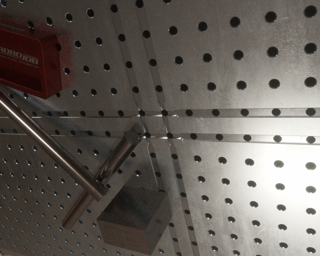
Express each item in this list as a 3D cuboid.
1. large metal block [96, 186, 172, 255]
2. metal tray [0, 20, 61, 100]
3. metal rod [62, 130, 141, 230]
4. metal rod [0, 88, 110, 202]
[{"bbox_3d":[-0.037,0.139,0.479,0.080,0.080,0.050,4,120,26],"label":"large metal block"},{"bbox_3d":[-0.210,-0.103,0.452,0.130,0.030,0.089,19,126,16],"label":"metal tray"},{"bbox_3d":[-0.112,0.103,0.531,0.025,0.025,0.298,40,129,1],"label":"metal rod"},{"bbox_3d":[-0.199,0.008,0.500,0.300,0.025,0.025,42,129,6],"label":"metal rod"}]
